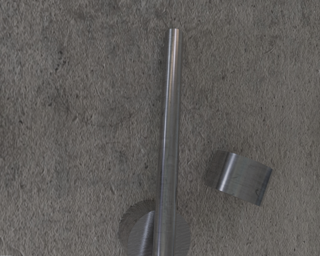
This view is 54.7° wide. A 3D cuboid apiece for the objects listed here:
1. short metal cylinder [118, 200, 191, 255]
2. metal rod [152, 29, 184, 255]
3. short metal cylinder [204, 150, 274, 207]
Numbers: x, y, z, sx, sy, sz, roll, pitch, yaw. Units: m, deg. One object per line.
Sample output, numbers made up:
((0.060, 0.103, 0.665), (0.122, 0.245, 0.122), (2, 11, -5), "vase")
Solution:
((-0.008, 0.137, 0.393), (0.081, 0.050, 0.080), (0, 90, -20), "short metal cylinder")
((0.011, 0.017, 0.379), (0.025, 0.025, 0.299), (9, 74, -20), "metal rod")
((0.106, 0.068, 0.419), (0.080, 0.080, 0.050), (24, 82, -19), "short metal cylinder")
